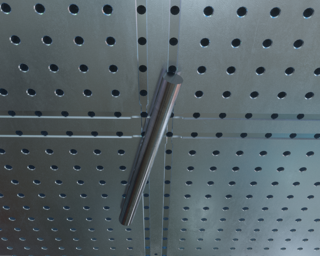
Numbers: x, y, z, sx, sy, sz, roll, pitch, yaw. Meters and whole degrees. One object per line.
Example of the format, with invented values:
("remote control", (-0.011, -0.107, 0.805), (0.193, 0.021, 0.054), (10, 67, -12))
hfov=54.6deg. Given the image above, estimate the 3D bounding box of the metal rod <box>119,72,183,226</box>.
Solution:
("metal rod", (-0.023, 0.052, 0.454), (0.025, 0.025, 0.298), (11, 129, -10))
